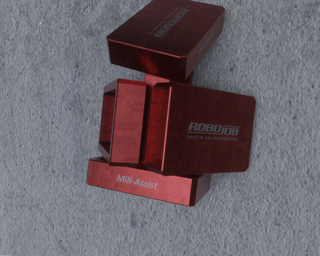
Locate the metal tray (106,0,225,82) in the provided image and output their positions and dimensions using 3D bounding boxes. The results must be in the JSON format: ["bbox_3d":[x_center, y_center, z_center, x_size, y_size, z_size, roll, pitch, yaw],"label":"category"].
[{"bbox_3d":[0.011,-0.109,0.357,0.090,0.130,0.030,19,137,18],"label":"metal tray"}]

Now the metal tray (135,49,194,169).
[{"bbox_3d":[0.009,-0.021,0.371,0.030,0.090,0.129,8,93,19],"label":"metal tray"}]

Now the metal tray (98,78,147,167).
[{"bbox_3d":[-0.050,-0.009,0.375,0.030,0.130,0.089,5,92,-17],"label":"metal tray"}]

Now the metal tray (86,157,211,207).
[{"bbox_3d":[-0.010,0.058,0.378,0.130,0.090,0.030,8,93,19],"label":"metal tray"}]

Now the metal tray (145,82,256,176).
[{"bbox_3d":[0.049,0.003,0.339,0.030,0.131,0.089,9,94,53],"label":"metal tray"}]
